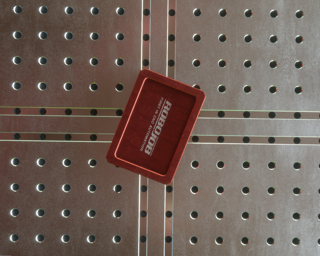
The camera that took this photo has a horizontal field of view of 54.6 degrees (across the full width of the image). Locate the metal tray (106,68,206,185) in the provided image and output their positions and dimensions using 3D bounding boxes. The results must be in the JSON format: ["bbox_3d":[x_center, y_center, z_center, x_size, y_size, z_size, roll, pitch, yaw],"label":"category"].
[{"bbox_3d":[-0.005,-0.002,0.411,0.090,0.030,0.129,22,90,-1],"label":"metal tray"}]
